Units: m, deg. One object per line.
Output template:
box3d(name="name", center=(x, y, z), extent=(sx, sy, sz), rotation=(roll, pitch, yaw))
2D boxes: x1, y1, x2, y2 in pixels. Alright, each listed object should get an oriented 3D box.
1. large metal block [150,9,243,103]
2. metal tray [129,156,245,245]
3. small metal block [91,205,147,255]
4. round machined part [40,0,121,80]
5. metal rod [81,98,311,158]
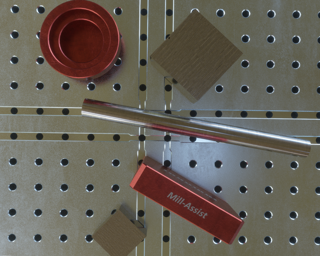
box3d(name="large metal block", center=(0.045, -0.089, 0.401), extent=(0.080, 0.050, 0.080), rotation=(43, 90, -1))
box3d(name="metal tray", center=(0.030, 0.083, 0.381), extent=(0.130, 0.090, 0.030), rotation=(30, 90, -1))
box3d(name="small metal block", center=(-0.053, 0.141, 0.413), extent=(0.050, 0.025, 0.050), rotation=(45, 90, -1))
box3d(name="round machined part", center=(-0.100, -0.111, 0.404), extent=(0.099, 0.042, 0.097), rotation=(0, 90, -1))
box3d(name="metal rod", center=(0.048, 0.000, 0.414), extent=(0.302, 0.025, 0.025), rotation=(11, 90, -1))
